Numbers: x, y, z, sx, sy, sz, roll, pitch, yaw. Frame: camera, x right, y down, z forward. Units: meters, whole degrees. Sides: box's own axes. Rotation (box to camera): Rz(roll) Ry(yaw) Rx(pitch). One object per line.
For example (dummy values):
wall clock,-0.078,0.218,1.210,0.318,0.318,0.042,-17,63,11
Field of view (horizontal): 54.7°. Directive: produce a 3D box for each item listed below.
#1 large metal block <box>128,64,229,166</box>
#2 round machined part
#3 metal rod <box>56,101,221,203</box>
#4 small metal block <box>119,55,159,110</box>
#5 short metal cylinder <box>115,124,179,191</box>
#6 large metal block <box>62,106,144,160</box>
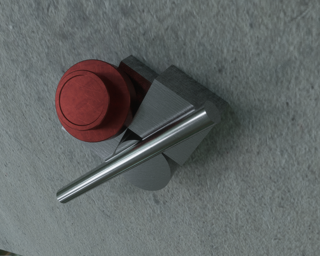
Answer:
large metal block,0.021,-0.015,0.371,0.080,0.050,0.079,36,129,4
round machined part,-0.081,-0.031,0.362,0.098,0.042,0.097,1,93,17
metal rod,-0.050,0.045,0.396,0.299,0.025,0.025,-31,101,38
small metal block,-0.031,-0.054,0.389,0.050,0.025,0.050,37,129,3
short metal cylinder,-0.013,0.038,0.420,0.080,0.050,0.079,13,124,20
large metal block,-0.076,-0.014,0.421,0.080,0.050,0.079,36,129,3
